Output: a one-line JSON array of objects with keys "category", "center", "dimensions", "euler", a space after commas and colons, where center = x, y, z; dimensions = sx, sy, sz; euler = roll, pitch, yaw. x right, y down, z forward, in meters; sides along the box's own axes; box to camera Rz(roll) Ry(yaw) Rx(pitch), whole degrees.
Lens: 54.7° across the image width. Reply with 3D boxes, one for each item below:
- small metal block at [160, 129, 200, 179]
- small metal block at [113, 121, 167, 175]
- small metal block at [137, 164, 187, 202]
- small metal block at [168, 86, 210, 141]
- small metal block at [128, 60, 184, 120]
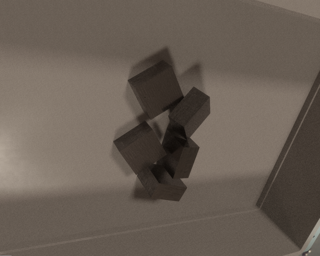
[{"category": "small metal block", "center": [0.024, 0.035, 0.429], "dimensions": [0.025, 0.050, 0.050], "euler": [2, 117, -30]}, {"category": "small metal block", "center": [-0.026, 0.027, 0.413], "dimensions": [0.050, 0.025, 0.050], "euler": [-34, 129, -7]}, {"category": "small metal block", "center": [0.002, 0.077, 0.443], "dimensions": [0.050, 0.050, 0.025], "euler": [16, 110, -35]}, {"category": "small metal block", "center": [0.039, -0.018, 0.401], "dimensions": [0.050, 0.025, 0.050], "euler": [-49, 159, -11]}, {"category": "small metal block", "center": [-0.004, -0.047, 0.379], "dimensions": [0.050, 0.025, 0.050], "euler": [-32, 129, -8]}]
